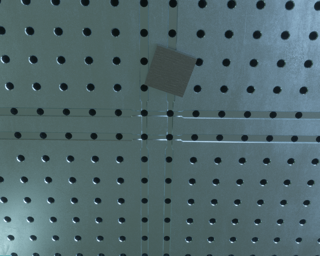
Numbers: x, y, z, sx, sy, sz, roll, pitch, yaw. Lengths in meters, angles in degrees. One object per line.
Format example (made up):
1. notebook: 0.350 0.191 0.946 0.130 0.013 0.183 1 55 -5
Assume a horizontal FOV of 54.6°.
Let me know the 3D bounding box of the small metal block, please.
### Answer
1. small metal block: 0.013 -0.072 0.387 0.050 0.025 0.050 18 109 -7
